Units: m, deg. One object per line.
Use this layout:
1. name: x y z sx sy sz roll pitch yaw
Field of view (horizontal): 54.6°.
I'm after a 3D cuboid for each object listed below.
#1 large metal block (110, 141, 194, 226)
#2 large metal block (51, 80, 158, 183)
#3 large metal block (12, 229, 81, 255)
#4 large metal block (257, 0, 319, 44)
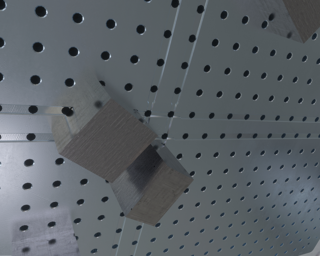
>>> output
1. large metal block: -0.016 0.066 0.407 0.050 0.080 0.080 33 100 -38
2. large metal block: -0.064 0.006 0.363 0.080 0.050 0.080 -46 129 4
3. large metal block: -0.157 0.196 0.430 0.081 0.050 0.079 -6 121 -26
4. large metal block: 0.176 -0.168 0.386 0.080 0.050 0.080 -47 129 5
